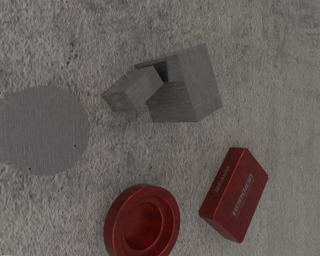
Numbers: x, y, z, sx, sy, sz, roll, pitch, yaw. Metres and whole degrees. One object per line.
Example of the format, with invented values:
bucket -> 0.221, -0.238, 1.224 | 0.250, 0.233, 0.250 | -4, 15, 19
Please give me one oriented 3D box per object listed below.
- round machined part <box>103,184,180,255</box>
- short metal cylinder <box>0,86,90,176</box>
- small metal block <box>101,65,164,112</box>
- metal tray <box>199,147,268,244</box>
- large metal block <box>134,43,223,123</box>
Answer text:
round machined part -> -0.025, 0.116, 0.373 | 0.099, 0.042, 0.097 | 0, 90, -40
short metal cylinder -> -0.115, 0.002, 0.292 | 0.081, 0.050, 0.080 | 0, 90, -40
small metal block -> -0.032, -0.045, 0.361 | 0.050, 0.050, 0.025 | -48, 119, -29
metal tray -> 0.124, 0.107, 0.506 | 0.090, 0.030, 0.130 | 46, 62, -30
large metal block -> 0.022, -0.053, 0.387 | 0.050, 0.080, 0.080 | -30, 109, -36
